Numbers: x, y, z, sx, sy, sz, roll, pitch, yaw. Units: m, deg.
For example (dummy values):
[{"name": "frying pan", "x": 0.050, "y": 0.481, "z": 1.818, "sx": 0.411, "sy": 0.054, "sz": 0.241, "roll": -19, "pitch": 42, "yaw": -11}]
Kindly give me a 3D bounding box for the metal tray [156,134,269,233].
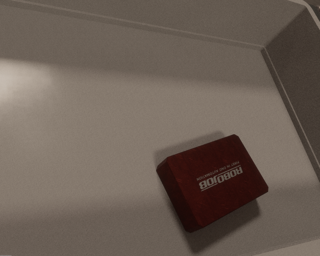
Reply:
[{"name": "metal tray", "x": 0.071, "y": 0.066, "z": 0.402, "sx": 0.131, "sy": 0.030, "sz": 0.090, "roll": -15, "pitch": 70, "yaw": -35}]
